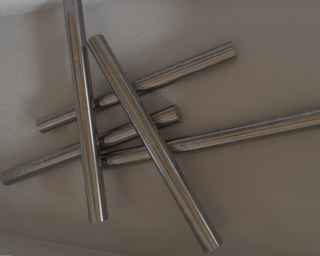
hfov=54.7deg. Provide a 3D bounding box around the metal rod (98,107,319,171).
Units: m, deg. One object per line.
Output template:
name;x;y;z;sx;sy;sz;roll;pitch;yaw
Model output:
metal rod;0.054;0.018;0.390;0.301;0.025;0.025;-13;86;19

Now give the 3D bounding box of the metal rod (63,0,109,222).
metal rod;-0.100;-0.026;0.416;0.025;0.025;0.298;-9;87;19

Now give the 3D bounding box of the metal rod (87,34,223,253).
metal rod;-0.012;0.011;0.386;0.025;0.025;0.299;-33;80;17

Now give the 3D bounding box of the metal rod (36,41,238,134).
metal rod;-0.044;-0.049;0.425;0.300;0.025;0.025;-19;84;18

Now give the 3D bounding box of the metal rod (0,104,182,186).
metal rod;-0.110;0.030;0.447;0.300;0.025;0.025;-20;83;18
